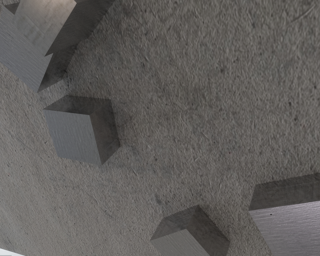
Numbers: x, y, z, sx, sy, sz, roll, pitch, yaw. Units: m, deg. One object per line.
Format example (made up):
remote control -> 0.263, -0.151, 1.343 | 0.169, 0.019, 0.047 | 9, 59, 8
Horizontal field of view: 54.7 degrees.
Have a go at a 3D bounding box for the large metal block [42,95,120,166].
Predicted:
large metal block -> -0.112, 0.001, 0.451 | 0.080, 0.050, 0.079 | 7, 122, 24

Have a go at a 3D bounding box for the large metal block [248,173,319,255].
large metal block -> 0.165, 0.107, 0.370 | 0.080, 0.050, 0.080 | -21, 108, 36

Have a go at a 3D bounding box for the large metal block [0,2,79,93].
large metal block -> -0.165, -0.108, 0.411 | 0.080, 0.050, 0.080 | 41, 129, -1

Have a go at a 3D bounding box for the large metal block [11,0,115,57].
large metal block -> -0.102, -0.134, 0.342 | 0.050, 0.080, 0.080 | 47, 129, -5

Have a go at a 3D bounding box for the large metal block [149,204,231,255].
large metal block -> 0.046, 0.174, 0.474 | 0.080, 0.050, 0.080 | -34, 100, 38
